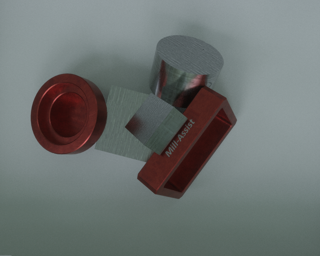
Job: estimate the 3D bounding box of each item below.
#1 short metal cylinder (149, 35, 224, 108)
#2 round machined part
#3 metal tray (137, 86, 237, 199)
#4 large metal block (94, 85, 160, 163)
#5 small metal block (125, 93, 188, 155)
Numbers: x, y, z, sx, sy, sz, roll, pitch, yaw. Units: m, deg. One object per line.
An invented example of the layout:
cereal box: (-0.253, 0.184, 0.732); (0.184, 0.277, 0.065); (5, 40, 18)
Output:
short metal cylinder: (0.030, -0.069, 0.376); (0.080, 0.080, 0.050); (16, 134, -1)
round machined part: (-0.109, -0.016, 0.388); (0.098, 0.042, 0.097); (-2, 84, 22)
metal tray: (0.038, 0.023, 0.377); (0.030, 0.090, 0.130); (36, 89, 27)
large metal block: (-0.030, -0.003, 0.397); (0.080, 0.050, 0.080); (15, 90, -1)
small metal block: (-0.005, -0.006, 0.346); (0.025, 0.050, 0.050); (37, 90, -39)
